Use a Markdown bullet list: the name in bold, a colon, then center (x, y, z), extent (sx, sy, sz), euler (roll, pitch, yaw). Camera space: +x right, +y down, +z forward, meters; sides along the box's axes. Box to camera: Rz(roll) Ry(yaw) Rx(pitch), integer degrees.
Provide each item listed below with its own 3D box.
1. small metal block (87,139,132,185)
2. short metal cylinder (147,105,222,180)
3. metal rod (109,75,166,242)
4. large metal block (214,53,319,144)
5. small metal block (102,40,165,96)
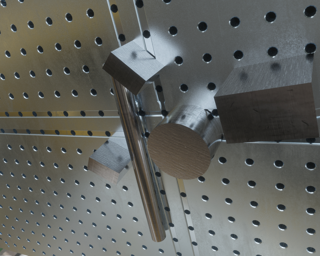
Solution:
- **small metal block**: center (-0.071, 0.050, 0.462), extent (0.050, 0.050, 0.025), euler (27, 128, 11)
- **short metal cylinder**: center (0.031, 0.017, 0.388), extent (0.080, 0.050, 0.079), euler (13, 124, 20)
- **metal rod**: center (-0.028, 0.053, 0.456), extent (0.025, 0.025, 0.298), euler (3, 120, 26)
- **large metal block**: center (0.108, -0.029, 0.301), extent (0.080, 0.080, 0.050), euler (-6, 115, 30)
- **small metal block**: center (-0.030, -0.072, 0.365), extent (0.050, 0.050, 0.025), euler (40, 129, 1)
